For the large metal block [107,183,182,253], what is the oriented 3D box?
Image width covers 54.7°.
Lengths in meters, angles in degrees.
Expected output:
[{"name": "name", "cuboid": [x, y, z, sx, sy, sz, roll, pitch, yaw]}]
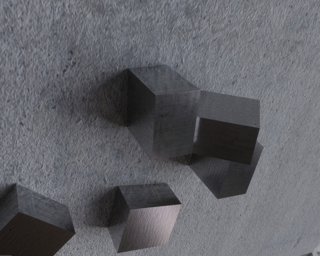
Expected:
[{"name": "large metal block", "cuboid": [-0.025, 0.130, 0.458, 0.081, 0.050, 0.079, 3, 117, -30]}]

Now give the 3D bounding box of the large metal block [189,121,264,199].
[{"name": "large metal block", "cuboid": [0.091, 0.042, 0.447, 0.050, 0.080, 0.079, -3, 120, -27]}]

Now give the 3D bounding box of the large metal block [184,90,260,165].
[{"name": "large metal block", "cuboid": [0.079, -0.004, 0.390, 0.080, 0.080, 0.050, 11, 120, 12]}]

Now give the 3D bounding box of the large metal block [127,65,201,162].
[{"name": "large metal block", "cuboid": [0.000, -0.020, 0.358, 0.050, 0.080, 0.079, -10, 123, -23]}]

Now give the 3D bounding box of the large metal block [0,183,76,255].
[{"name": "large metal block", "cuboid": [-0.166, 0.126, 0.378, 0.080, 0.050, 0.080, -46, 129, 3]}]
